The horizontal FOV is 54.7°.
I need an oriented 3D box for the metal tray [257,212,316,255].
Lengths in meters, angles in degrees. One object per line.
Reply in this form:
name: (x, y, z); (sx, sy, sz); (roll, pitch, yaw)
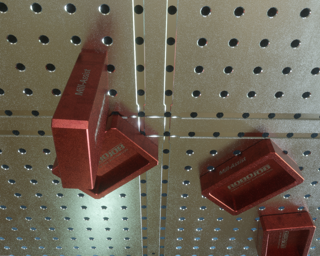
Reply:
metal tray: (0.238, 0.214, 0.594); (0.090, 0.030, 0.129); (-7, 130, 5)

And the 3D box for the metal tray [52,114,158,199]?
metal tray: (-0.078, 0.046, 0.446); (0.130, 0.030, 0.090); (-33, 123, 25)

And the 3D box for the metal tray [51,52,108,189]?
metal tray: (-0.079, -0.012, 0.332); (0.030, 0.130, 0.089); (3, 130, -3)

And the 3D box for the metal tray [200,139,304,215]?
metal tray: (0.139, 0.080, 0.478); (0.130, 0.030, 0.090); (-37, 122, 27)
